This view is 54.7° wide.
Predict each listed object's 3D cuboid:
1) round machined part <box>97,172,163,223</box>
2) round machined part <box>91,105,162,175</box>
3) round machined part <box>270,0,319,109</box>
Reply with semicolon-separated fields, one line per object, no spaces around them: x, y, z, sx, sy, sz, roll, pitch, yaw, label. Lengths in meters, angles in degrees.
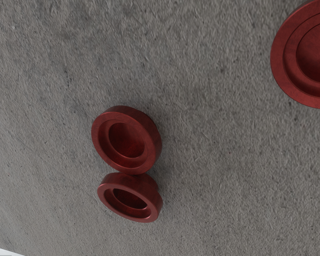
-0.041;0.098;0.469;0.098;0.042;0.097;15;138;14;round machined part
-0.042;0.013;0.426;0.098;0.042;0.097;13;124;21;round machined part
0.152;-0.069;0.273;0.098;0.042;0.097;13;124;21;round machined part
